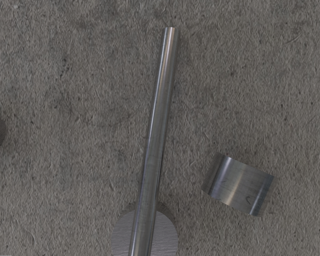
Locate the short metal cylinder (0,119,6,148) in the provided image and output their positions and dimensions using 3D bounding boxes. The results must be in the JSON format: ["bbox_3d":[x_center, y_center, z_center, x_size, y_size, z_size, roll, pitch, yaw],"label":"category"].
[{"bbox_3d":[-0.238,0.013,0.380,0.050,0.080,0.080,27,90,0],"label":"short metal cylinder"}]

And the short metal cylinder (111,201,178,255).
[{"bbox_3d":[-0.018,0.136,0.397,0.081,0.050,0.080,0,90,0],"label":"short metal cylinder"}]

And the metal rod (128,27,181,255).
[{"bbox_3d":[-0.005,0.017,0.378,0.025,0.025,0.299,8,77,0],"label":"metal rod"}]

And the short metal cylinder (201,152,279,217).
[{"bbox_3d":[0.097,0.068,0.383,0.080,0.080,0.050,23,90,0],"label":"short metal cylinder"}]
